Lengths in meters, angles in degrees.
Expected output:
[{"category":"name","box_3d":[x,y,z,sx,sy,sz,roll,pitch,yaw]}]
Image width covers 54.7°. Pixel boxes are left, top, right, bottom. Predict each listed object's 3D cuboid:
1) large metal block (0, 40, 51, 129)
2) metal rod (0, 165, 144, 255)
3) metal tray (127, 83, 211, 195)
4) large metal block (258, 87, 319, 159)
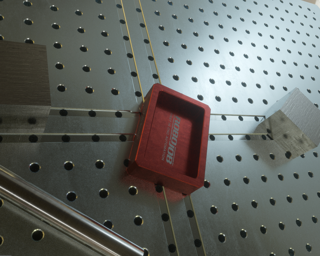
[{"category":"large metal block","box_3d":[-0.165,-0.046,0.331,0.081,0.050,0.080,0,62,-28]},{"category":"metal rod","box_3d":[-0.148,0.053,0.295,0.301,0.025,0.025,33,52,-7]},{"category":"metal tray","box_3d":[0.016,0.011,0.406,0.091,0.030,0.130,22,53,-15]},{"category":"large metal block","box_3d":[0.226,-0.009,0.519,0.080,0.050,0.080,46,51,4]}]
